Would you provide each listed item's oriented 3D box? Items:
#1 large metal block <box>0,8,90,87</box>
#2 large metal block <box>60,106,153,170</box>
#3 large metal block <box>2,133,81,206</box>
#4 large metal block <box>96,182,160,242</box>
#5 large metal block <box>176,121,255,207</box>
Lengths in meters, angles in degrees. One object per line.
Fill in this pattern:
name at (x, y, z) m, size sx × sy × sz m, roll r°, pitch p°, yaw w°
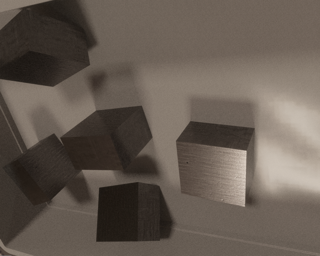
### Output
large metal block at (-0.148, -0.093, 0.382) m, size 0.080 × 0.081 × 0.050 m, roll -19°, pitch 77°, yaw 35°
large metal block at (-0.069, 0.013, 0.416) m, size 0.080 × 0.080 × 0.050 m, roll -4°, pitch 117°, yaw 29°
large metal block at (-0.192, 0.068, 0.514) m, size 0.050 × 0.080 × 0.080 m, roll -23°, pitch 106°, yaw 36°
large metal block at (-0.048, 0.129, 0.469) m, size 0.080 × 0.080 × 0.050 m, roll -15°, pitch 156°, yaw 34°
large metal block at (0.070, 0.042, 0.381) m, size 0.080 × 0.050 × 0.079 m, roll 7°, pitch 122°, yaw 24°
